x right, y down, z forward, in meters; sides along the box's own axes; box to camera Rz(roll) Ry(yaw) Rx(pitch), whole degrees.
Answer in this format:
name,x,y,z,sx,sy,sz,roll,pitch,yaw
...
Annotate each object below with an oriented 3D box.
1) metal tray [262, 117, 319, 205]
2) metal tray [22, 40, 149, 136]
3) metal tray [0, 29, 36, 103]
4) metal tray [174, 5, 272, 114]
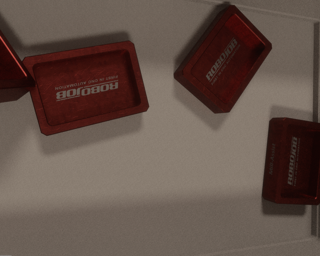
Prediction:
name,x,y,z,sx,sy,sz,roll,pitch,yaw
metal tray,0.214,0.053,0.488,0.091,0.030,0.129,7,88,-20
metal tray,-0.087,-0.049,0.376,0.131,0.030,0.089,-15,96,-20
metal tray,-0.187,-0.084,0.291,0.030,0.090,0.130,-32,93,14
metal tray,0.092,-0.096,0.443,0.090,0.030,0.130,39,77,-16
